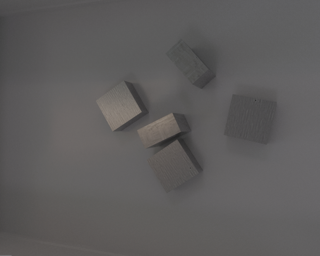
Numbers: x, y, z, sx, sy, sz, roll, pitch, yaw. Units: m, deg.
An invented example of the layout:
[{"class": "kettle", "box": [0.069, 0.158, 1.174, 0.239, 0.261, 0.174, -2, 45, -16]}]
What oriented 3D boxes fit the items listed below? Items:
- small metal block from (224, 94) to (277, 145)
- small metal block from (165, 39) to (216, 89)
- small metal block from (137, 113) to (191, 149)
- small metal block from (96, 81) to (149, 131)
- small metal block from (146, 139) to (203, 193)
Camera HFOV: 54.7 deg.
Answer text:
[{"class": "small metal block", "box": [0.108, -0.011, 0.372, 0.050, 0.025, 0.050, 13, 95, 19]}, {"class": "small metal block", "box": [0.039, -0.078, 0.383, 0.025, 0.050, 0.050, -42, 77, 15]}, {"class": "small metal block", "box": [0.007, 0.004, 0.395, 0.050, 0.050, 0.025, -26, 82, 18]}, {"class": "small metal block", "box": [-0.052, -0.029, 0.429, 0.050, 0.025, 0.050, -33, 80, 17]}, {"class": "small metal block", "box": [0.019, 0.049, 0.404, 0.050, 0.025, 0.050, -35, 79, 16]}]
